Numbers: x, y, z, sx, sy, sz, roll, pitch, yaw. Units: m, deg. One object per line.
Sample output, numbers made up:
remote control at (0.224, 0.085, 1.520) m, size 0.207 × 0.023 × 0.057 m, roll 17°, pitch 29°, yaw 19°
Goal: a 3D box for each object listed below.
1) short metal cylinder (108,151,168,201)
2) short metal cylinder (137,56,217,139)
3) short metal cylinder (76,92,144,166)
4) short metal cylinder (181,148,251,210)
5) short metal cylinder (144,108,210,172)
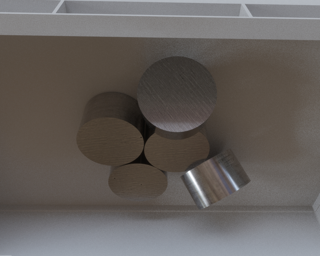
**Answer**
short metal cylinder at (-0.030, 0.059, 0.440) m, size 0.081 × 0.050 × 0.079 m, roll 0°, pitch 130°, yaw 0°
short metal cylinder at (0.018, -0.030, 0.336) m, size 0.081 × 0.080 × 0.050 m, roll -2°, pitch 169°, yaw 1°
short metal cylinder at (-0.060, 0.002, 0.391) m, size 0.081 × 0.050 × 0.079 m, roll 0°, pitch 130°, yaw 0°
short metal cylinder at (0.075, 0.070, 0.424) m, size 0.080 × 0.050 × 0.080 m, roll -28°, pitch 168°, yaw -7°
short metal cylinder at (0.021, 0.012, 0.401) m, size 0.081 × 0.050 × 0.079 m, roll 0°, pitch 130°, yaw 0°
